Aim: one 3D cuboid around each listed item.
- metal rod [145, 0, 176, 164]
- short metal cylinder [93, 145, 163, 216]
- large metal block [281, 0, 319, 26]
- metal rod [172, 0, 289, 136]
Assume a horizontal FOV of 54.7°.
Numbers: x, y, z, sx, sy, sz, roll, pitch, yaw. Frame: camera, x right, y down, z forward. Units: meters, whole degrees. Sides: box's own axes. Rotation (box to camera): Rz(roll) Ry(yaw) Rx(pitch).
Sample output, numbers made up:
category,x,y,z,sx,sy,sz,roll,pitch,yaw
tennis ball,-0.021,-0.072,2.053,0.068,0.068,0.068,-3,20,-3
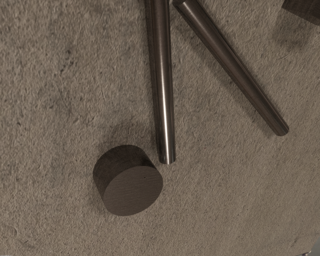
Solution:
category,x,y,z,sx,sy,sz,roll,pitch,yaw
metal rod,0.001,-0.080,0.358,0.025,0.025,0.298,-17,126,-19
short metal cylinder,-0.043,0.069,0.411,0.081,0.050,0.079,-14,125,-21
large metal block,0.220,-0.179,0.403,0.081,0.050,0.079,8,115,-32
metal rod,0.115,-0.069,0.429,0.025,0.025,0.301,-48,130,5
